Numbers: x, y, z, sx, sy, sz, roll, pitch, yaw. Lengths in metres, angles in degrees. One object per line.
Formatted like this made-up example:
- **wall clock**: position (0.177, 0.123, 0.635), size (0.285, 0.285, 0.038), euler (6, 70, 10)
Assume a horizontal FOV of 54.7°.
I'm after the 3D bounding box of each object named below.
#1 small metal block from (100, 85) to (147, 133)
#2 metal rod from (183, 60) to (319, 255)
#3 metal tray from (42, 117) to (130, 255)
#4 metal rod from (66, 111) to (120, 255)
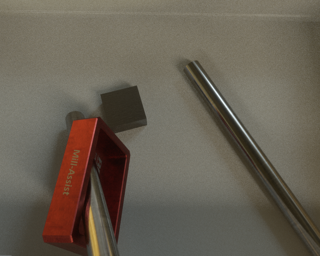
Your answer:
- **small metal block**: position (-0.048, -0.024, 0.418), size (0.050, 0.025, 0.050), euler (-15, 71, -6)
- **metal rod**: position (0.119, 0.034, 0.398), size (0.025, 0.025, 0.299), euler (-29, 73, -10)
- **metal tray**: position (-0.071, 0.065, 0.334), size (0.030, 0.090, 0.130), euler (-6, 57, 18)
- **metal rod**: position (-0.066, 0.073, 0.302), size (0.025, 0.025, 0.300), euler (-21, 40, -8)
